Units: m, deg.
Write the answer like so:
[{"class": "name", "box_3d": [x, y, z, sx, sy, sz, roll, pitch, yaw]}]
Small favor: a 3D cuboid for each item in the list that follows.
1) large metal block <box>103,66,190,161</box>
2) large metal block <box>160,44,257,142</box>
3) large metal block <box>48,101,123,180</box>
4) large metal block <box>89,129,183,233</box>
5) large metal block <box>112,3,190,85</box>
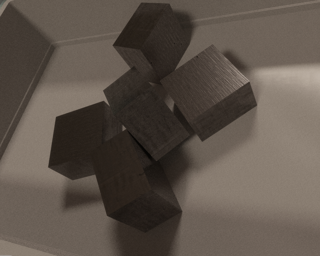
[{"class": "large metal block", "box_3d": [-0.018, -0.019, 0.376, 0.050, 0.080, 0.080, -38, 31, 2]}, {"class": "large metal block", "box_3d": [0.059, -0.044, 0.385, 0.080, 0.050, 0.080, -34, 52, 5]}, {"class": "large metal block", "box_3d": [-0.100, 0.019, 0.429, 0.080, 0.050, 0.080, -16, 55, 18]}, {"class": "large metal block", "box_3d": [-0.026, 0.061, 0.346, 0.050, 0.080, 0.080, -32, 52, 7]}, {"class": "large metal block", "box_3d": [-0.009, -0.120, 0.448, 0.050, 0.080, 0.080, 18, 71, 35]}]
